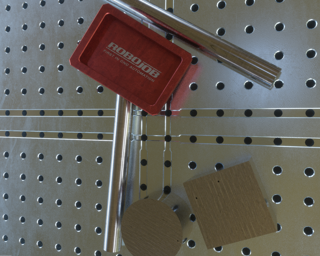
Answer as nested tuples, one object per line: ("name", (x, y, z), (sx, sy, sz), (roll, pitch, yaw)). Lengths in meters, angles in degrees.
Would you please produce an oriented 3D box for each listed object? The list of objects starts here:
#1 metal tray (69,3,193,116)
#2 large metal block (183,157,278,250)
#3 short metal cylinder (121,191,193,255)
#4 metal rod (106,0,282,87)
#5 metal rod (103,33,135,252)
("metal tray", (-0.036, -0.085, 0.397), (0.130, 0.030, 0.090), (32, 93, 1))
("large metal block", (0.084, 0.087, 0.369), (0.080, 0.050, 0.080), (-23, 83, 18))
("short metal cylinder", (-0.003, 0.126, 0.399), (0.080, 0.050, 0.079), (0, 90, 19))
("metal rod", (0.015, -0.137, 0.406), (0.300, 0.025, 0.025), (33, 101, 16))
("metal rod", (-0.053, 0.021, 0.430), (0.025, 0.025, 0.298), (6, 92, 19))
